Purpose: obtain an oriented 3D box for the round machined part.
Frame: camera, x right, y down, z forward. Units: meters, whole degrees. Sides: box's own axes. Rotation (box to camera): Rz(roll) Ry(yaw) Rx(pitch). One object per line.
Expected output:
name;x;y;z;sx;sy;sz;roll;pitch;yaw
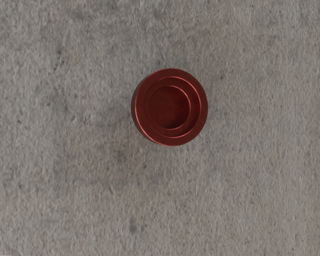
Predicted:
round machined part;0.009;-0.026;0.405;0.099;0.042;0.097;0;90;-21
